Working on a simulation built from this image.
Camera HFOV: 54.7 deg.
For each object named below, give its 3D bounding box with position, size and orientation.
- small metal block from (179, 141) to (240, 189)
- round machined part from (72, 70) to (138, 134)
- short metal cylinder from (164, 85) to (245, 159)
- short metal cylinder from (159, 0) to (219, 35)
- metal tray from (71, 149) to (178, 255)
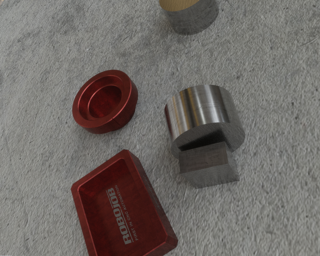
[{"bbox_3d":[0.054,0.042,0.334,0.050,0.050,0.025,-16,56,19],"label":"small metal block"},{"bbox_3d":[-0.075,-0.034,0.453,0.098,0.042,0.098,-13,56,21],"label":"round machined part"},{"bbox_3d":[0.048,-0.003,0.345,0.080,0.080,0.050,-21,54,16],"label":"short metal cylinder"},{"bbox_3d":[0.046,-0.192,0.482,0.080,0.050,0.080,-13,56,21],"label":"short metal cylinder"},{"bbox_3d":[-0.047,0.099,0.364,0.090,0.030,0.130,-34,51,5],"label":"metal tray"}]
